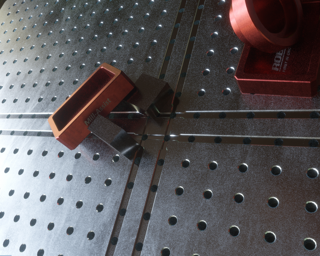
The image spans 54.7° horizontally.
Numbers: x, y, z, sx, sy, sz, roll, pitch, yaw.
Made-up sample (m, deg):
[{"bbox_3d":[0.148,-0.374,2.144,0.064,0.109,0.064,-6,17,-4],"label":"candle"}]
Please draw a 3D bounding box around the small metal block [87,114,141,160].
[{"bbox_3d":[-0.061,0.012,0.417,0.050,0.050,0.025,29,78,37],"label":"small metal block"}]

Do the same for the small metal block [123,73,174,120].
[{"bbox_3d":[-0.017,-0.046,0.446,0.050,0.025,0.050,27,76,37],"label":"small metal block"}]

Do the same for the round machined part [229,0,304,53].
[{"bbox_3d":[0.124,-0.137,0.374,0.042,0.098,0.098,-17,47,59],"label":"round machined part"}]

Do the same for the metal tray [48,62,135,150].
[{"bbox_3d":[-0.106,-0.037,0.465,0.130,0.030,0.090,-47,33,-5],"label":"metal tray"}]

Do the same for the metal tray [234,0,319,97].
[{"bbox_3d":[0.155,-0.103,0.386,0.090,0.030,0.130,8,66,31],"label":"metal tray"}]
